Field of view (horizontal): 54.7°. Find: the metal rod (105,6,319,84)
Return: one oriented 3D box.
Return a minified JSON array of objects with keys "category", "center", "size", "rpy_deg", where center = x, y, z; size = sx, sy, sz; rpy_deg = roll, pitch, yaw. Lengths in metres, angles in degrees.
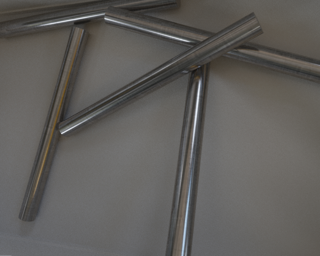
[{"category":"metal rod","center":[0.070,-0.101,0.375],"size":[0.301,0.025,0.025],"rpy_deg":[20,97,14]}]

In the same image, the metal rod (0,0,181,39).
[{"category":"metal rod","center":[-0.119,-0.163,0.450],"size":[0.301,0.025,0.025],"rpy_deg":[-2,89,19]}]

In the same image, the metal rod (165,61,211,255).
[{"category":"metal rod","center":[0.030,0.047,0.336],"size":[0.025,0.025,0.299],"rpy_deg":[1,66,19]}]

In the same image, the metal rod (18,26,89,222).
[{"category":"metal rod","center":[-0.161,-0.002,0.465],"size":[0.025,0.025,0.298],"rpy_deg":[20,96,18]}]

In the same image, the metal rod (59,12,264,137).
[{"category":"metal rod","center":[-0.018,-0.055,0.394],"size":[0.300,0.025,0.025],"rpy_deg":[-25,82,26]}]
